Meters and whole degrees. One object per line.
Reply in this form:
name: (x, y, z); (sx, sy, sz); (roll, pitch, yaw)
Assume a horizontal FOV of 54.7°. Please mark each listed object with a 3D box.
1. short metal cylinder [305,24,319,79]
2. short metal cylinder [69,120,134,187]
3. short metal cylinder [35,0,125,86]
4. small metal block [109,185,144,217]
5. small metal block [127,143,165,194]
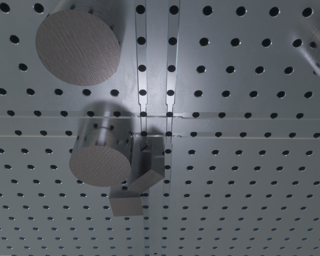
short metal cylinder: (0.205, -0.080, 0.329); (0.081, 0.050, 0.079); (0, 130, 0)
short metal cylinder: (-0.078, 0.036, 0.425); (0.081, 0.050, 0.079); (0, 130, 0)
short metal cylinder: (-0.079, -0.090, 0.318); (0.081, 0.050, 0.079); (0, 130, 0)
small metal block: (-0.054, 0.121, 0.514); (0.050, 0.025, 0.050); (-3, 130, 2)
small metal block: (-0.020, 0.058, 0.445); (0.025, 0.050, 0.050); (37, 121, -27)
